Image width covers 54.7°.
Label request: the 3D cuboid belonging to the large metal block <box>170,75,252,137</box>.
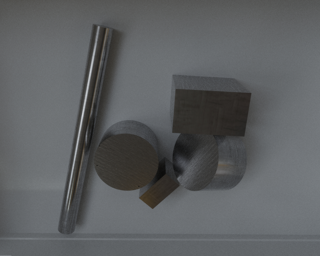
[{"bbox_3d":[0.055,-0.030,0.372,0.081,0.080,0.050,3,110,-2],"label":"large metal block"}]

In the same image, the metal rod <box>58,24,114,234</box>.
[{"bbox_3d":[-0.104,0.016,0.415,0.025,0.025,0.298,13,110,-5],"label":"metal rod"}]

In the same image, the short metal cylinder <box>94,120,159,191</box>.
[{"bbox_3d":[-0.042,0.035,0.410,0.081,0.050,0.079,0,110,-1],"label":"short metal cylinder"}]

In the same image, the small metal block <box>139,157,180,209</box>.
[{"bbox_3d":[-0.001,0.074,0.425,0.025,0.050,0.050,43,104,-14],"label":"small metal block"}]

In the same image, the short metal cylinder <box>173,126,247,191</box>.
[{"bbox_3d":[0.061,0.039,0.390,0.050,0.080,0.079,8,113,-37],"label":"short metal cylinder"}]
